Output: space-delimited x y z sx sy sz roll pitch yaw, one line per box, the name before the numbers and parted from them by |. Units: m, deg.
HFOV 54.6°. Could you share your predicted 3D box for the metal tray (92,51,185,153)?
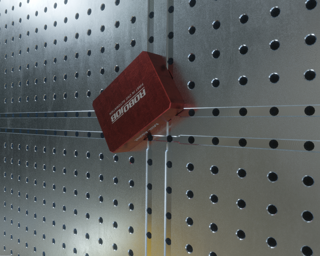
metal tray | -0.036 -0.033 0.437 0.130 0.030 0.090 -37 67 33
